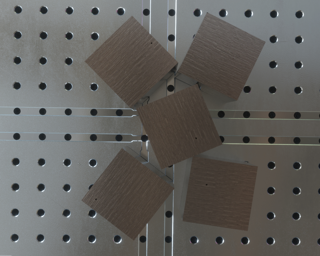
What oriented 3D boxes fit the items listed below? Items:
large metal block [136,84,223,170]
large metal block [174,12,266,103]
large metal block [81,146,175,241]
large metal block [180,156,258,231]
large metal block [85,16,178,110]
[{"bbox_3d":[0.024,-0.002,0.400,0.080,0.050,0.080,-23,90,0],"label":"large metal block"},{"bbox_3d":[0.074,-0.087,0.400,0.080,0.050,0.080,26,90,-3],"label":"large metal block"},{"bbox_3d":[-0.039,0.080,0.399,0.080,0.050,0.080,38,90,0],"label":"large metal block"},{"bbox_3d":[0.073,0.080,0.401,0.080,0.050,0.080,9,90,-1],"label":"large metal block"},{"bbox_3d":[-0.034,-0.080,0.400,0.080,0.050,0.080,-44,90,0],"label":"large metal block"}]
